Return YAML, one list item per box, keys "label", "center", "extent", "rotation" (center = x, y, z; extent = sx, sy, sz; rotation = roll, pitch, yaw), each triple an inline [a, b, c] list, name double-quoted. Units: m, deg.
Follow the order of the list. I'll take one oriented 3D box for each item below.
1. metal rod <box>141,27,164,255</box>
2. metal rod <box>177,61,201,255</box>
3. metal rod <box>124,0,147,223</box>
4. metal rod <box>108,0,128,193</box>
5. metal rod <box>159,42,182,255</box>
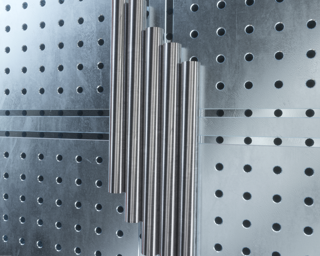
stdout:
- label: "metal rod"
  center: [-0.010, 0.018, 0.414]
  extent: [0.025, 0.025, 0.298]
  rotation: [1, 90, 19]
- label: "metal rod"
  center: [0.037, 0.066, 0.398]
  extent: [0.025, 0.025, 0.298]
  rotation: [1, 90, 19]
- label: "metal rod"
  center: [-0.033, -0.023, 0.422]
  extent: [0.025, 0.025, 0.298]
  rotation: [1, 90, 19]
- label: "metal rod"
  center: [-0.057, -0.060, 0.431]
  extent: [0.025, 0.025, 0.298]
  rotation: [1, 90, 19]
- label: "metal rod"
  center: [0.013, 0.040, 0.406]
  extent: [0.025, 0.025, 0.298]
  rotation: [1, 90, 19]
